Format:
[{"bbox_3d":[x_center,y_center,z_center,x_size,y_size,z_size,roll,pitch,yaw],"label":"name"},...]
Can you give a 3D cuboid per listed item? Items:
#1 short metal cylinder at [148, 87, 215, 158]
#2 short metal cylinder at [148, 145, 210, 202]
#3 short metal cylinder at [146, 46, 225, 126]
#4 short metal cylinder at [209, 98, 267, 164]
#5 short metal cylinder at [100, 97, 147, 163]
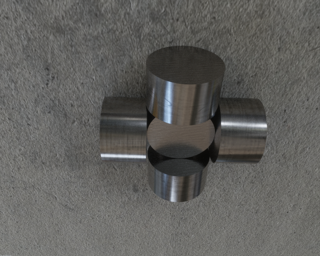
[{"bbox_3d":[0.025,-0.008,0.386,0.081,0.050,0.079,0,130,0],"label":"short metal cylinder"},{"bbox_3d":[0.024,0.052,0.417,0.081,0.080,0.050,0,130,-1],"label":"short metal cylinder"},{"bbox_3d":[0.025,-0.047,0.332,0.081,0.080,0.050,1,130,-2],"label":"short metal cylinder"},{"bbox_3d":[0.090,0.003,0.377,0.050,0.080,0.079,2,130,-2],"label":"short metal cylinder"},{"bbox_3d":[-0.041,0.002,0.375,0.050,0.080,0.079,2,130,-2],"label":"short metal cylinder"}]
